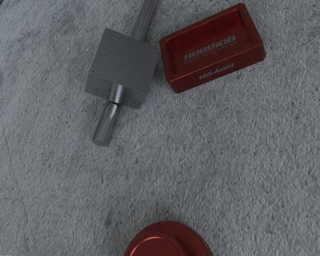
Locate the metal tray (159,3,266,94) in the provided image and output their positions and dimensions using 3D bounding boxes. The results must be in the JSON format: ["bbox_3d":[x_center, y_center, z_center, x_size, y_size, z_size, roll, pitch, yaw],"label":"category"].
[{"bbox_3d":[0.068,-0.111,0.432,0.130,0.030,0.090,-20,54,16],"label":"metal tray"}]

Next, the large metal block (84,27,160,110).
[{"bbox_3d":[-0.053,-0.083,0.440,0.080,0.050,0.080,18,64,-12],"label":"large metal block"}]

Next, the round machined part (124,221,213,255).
[{"bbox_3d":[0.002,0.141,0.305,0.098,0.042,0.098,-13,56,21],"label":"round machined part"}]

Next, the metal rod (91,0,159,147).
[{"bbox_3d":[-0.048,-0.110,0.496,0.025,0.025,0.300,1,62,29],"label":"metal rod"}]
